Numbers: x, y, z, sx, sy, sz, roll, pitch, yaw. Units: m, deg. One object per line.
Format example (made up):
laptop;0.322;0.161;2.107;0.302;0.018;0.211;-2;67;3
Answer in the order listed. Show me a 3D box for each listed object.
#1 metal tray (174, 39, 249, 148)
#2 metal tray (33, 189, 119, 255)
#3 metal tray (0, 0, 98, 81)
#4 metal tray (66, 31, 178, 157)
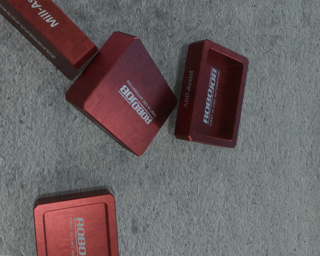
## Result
metal tray;0.072;-0.042;0.419;0.091;0.030;0.129;12;86;-37
metal tray;-0.097;0.145;0.370;0.091;0.030;0.129;-5;92;-20
metal tray;-0.129;-0.112;0.326;0.130;0.090;0.030;45;76;-14
metal tray;-0.035;-0.032;0.353;0.090;0.030;0.130;-56;147;-11
